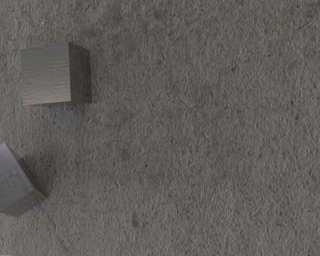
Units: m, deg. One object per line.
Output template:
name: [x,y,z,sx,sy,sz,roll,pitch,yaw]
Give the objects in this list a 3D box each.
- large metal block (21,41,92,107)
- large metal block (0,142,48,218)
large metal block: [-0.149,-0.074,0.448,0.080,0.050,0.080,-3,89,20]
large metal block: [-0.215,0.078,0.448,0.050,0.080,0.080,-35,77,-18]
